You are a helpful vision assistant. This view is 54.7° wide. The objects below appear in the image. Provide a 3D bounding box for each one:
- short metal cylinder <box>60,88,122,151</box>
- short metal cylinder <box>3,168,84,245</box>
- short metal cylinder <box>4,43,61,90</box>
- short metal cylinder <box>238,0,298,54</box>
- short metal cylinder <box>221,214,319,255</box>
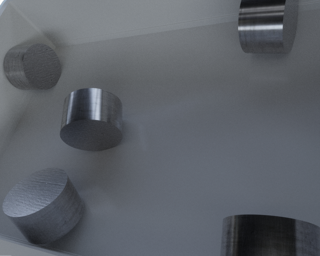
[{"bbox_3d":[-0.092,-0.010,0.423,0.080,0.080,0.050,-17,55,18],"label":"short metal cylinder"},{"bbox_3d":[-0.143,0.095,0.385,0.080,0.050,0.080,-13,32,9],"label":"short metal cylinder"},{"bbox_3d":[-0.226,-0.108,0.552,0.050,0.080,0.080,3,63,29],"label":"short metal cylinder"},{"bbox_3d":[0.135,-0.132,0.381,0.050,0.080,0.080,10,67,32],"label":"short metal cylinder"},{"bbox_3d":[0.091,0.107,0.257,0.080,0.080,0.050,-4,60,26],"label":"short metal cylinder"}]
